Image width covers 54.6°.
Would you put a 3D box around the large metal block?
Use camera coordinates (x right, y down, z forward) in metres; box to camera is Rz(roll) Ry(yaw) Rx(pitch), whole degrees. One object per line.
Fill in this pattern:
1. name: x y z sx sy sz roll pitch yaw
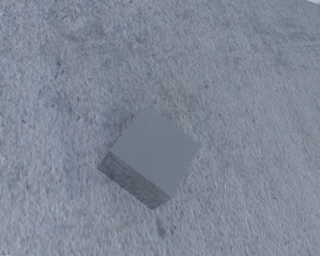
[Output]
1. large metal block: -0.012 0.034 0.361 0.080 0.050 0.080 38 51 -3
